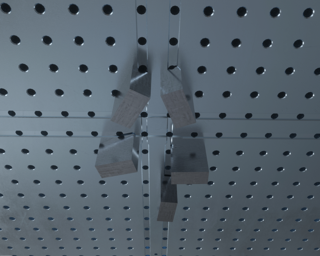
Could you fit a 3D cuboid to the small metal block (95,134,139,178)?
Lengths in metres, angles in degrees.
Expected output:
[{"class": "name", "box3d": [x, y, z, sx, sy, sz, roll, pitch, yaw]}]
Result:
[{"class": "small metal block", "box3d": [-0.057, 0.038, 0.427, 0.050, 0.050, 0.025, -11, 129, 9]}]

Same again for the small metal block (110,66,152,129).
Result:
[{"class": "small metal block", "box3d": [-0.033, -0.036, 0.364, 0.025, 0.050, 0.050, 23, 126, -19]}]

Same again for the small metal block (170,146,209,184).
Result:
[{"class": "small metal block", "box3d": [0.041, 0.052, 0.440, 0.050, 0.050, 0.025, -1, 130, 0]}]

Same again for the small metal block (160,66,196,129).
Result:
[{"class": "small metal block", "box3d": [0.021, -0.036, 0.364, 0.025, 0.050, 0.050, -16, 128, 13]}]

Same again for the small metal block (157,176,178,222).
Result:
[{"class": "small metal block", "box3d": [0.011, 0.112, 0.490, 0.025, 0.050, 0.050, 5, 130, -5]}]
